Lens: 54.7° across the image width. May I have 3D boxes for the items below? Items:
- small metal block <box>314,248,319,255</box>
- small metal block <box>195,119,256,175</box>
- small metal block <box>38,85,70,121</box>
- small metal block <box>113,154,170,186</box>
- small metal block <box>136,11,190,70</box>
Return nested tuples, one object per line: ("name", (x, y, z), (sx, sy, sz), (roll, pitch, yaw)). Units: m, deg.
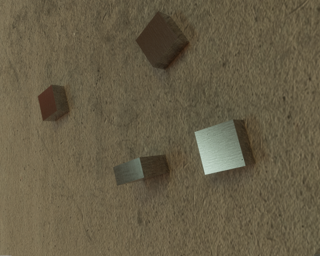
("small metal block", (0.171, 0.125, 0.264), (0.050, 0.025, 0.050), (-32, 71, 35))
("small metal block", (0.072, 0.022, 0.346), (0.050, 0.025, 0.050), (-21, 77, 38))
("small metal block", (-0.195, -0.045, 0.566), (0.050, 0.025, 0.050), (-26, 74, 37))
("small metal block", (-0.024, 0.055, 0.409), (0.050, 0.050, 0.025), (-23, 76, 37))
("small metal block", (0.002, -0.113, 0.403), (0.050, 0.025, 0.050), (-45, 63, 30))
